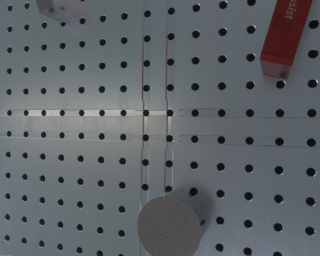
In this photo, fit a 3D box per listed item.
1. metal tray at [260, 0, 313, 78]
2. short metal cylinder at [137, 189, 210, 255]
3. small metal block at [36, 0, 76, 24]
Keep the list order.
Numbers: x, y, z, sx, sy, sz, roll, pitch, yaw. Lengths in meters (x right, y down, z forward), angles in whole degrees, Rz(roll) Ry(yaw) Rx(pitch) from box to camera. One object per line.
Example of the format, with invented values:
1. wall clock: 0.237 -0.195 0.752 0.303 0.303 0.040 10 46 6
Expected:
1. metal tray: 0.141 -0.124 0.328 0.030 0.090 0.129 18 96 19
2. short metal cylinder: 0.018 0.121 0.393 0.080 0.050 0.079 0 90 20
3. small metal block: -0.156 -0.188 0.454 0.025 0.050 0.050 -20 83 19
